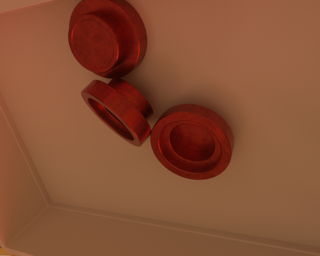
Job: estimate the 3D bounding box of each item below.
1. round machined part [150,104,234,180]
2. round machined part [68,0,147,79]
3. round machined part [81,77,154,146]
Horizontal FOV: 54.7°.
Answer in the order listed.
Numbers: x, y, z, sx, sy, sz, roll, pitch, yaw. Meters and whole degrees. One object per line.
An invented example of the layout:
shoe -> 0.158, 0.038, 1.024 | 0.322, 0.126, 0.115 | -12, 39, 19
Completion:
round machined part -> 0.041, 0.013, 0.380 | 0.098, 0.042, 0.097 | 11, 125, 17
round machined part -> -0.068, -0.104, 0.368 | 0.098, 0.042, 0.097 | 13, 124, 20
round machined part -> -0.047, -0.025, 0.386 | 0.098, 0.042, 0.098 | 37, 164, 13
